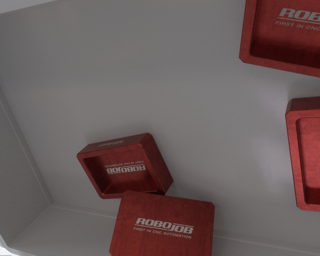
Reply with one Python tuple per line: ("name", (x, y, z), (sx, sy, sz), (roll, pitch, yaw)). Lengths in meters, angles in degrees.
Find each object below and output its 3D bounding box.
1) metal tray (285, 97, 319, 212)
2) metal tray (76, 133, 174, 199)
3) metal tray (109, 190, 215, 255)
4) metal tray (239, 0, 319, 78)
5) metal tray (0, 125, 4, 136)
("metal tray", (0.187, 0.030, 0.324), (0.090, 0.030, 0.129), (-3, 117, 29))
("metal tray", (-0.055, 0.062, 0.472), (0.130, 0.030, 0.090), (-12, 113, 33))
("metal tray", (0.005, 0.141, 0.426), (0.131, 0.090, 0.030), (7, 149, 6))
("metal tray", (0.138, -0.087, 0.259), (0.130, 0.030, 0.090), (16, 146, 19))
("metal tray", (-0.352, -0.040, 0.569), (0.090, 0.030, 0.129), (5, 121, 25))
